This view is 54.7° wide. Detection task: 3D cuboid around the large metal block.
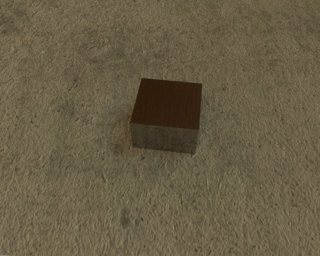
[{"bbox_3d":[0.010,-0.016,0.402,0.080,0.050,0.080,6,50,4],"label":"large metal block"}]
